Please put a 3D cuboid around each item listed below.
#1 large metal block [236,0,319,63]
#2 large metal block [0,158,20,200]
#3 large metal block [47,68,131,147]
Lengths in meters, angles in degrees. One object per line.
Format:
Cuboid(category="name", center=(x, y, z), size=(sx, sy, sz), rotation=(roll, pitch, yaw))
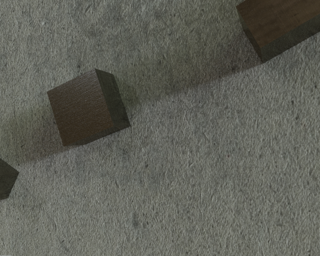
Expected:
Cuboid(category="large metal block", center=(0.134, -0.119, 0.332), size=(0.080, 0.080, 0.050), rotation=(-29, 81, 17))
Cuboid(category="large metal block", center=(-0.286, 0.075, 0.481), size=(0.080, 0.080, 0.050), rotation=(30, 100, 17))
Cuboid(category="large metal block", center=(-0.098, -0.026, 0.430), size=(0.080, 0.050, 0.080), rotation=(-21, 83, 18))
